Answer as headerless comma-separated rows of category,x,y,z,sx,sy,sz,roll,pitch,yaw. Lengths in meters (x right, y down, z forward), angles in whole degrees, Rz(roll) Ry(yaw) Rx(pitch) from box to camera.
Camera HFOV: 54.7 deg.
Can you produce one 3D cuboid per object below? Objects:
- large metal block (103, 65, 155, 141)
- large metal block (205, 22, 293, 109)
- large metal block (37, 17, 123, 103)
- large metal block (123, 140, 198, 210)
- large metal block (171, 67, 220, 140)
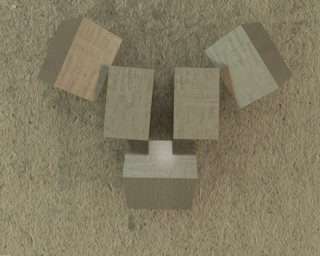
large metal block,-0.035,-0.028,0.383,0.050,0.080,0.079,5,90,0
large metal block,0.111,-0.079,0.379,0.050,0.080,0.080,-31,90,37
large metal block,-0.099,-0.082,0.373,0.050,0.080,0.080,23,90,-36
large metal block,0.000,0.059,0.378,0.081,0.080,0.050,1,51,0
large metal block,0.041,-0.028,0.384,0.050,0.080,0.079,1,90,0
